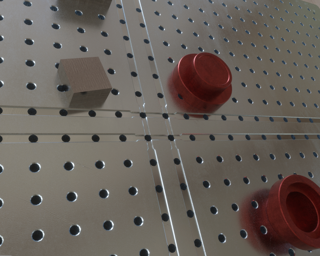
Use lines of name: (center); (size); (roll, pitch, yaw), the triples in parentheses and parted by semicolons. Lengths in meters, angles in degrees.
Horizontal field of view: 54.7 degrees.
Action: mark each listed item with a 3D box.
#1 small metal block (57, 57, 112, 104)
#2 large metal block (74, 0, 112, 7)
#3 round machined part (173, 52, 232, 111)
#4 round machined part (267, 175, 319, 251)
small metal block: (-0.096, -0.061, 0.394); (0.050, 0.025, 0.050); (-13, 69, -34)
large metal block: (-0.115, -0.241, 0.477); (0.081, 0.050, 0.080); (1, 61, -28)
round machined part: (0.073, -0.079, 0.484); (0.099, 0.042, 0.098); (14, 56, -21)
round machined part: (0.188, 0.117, 0.427); (0.099, 0.042, 0.098); (14, 56, -21)
